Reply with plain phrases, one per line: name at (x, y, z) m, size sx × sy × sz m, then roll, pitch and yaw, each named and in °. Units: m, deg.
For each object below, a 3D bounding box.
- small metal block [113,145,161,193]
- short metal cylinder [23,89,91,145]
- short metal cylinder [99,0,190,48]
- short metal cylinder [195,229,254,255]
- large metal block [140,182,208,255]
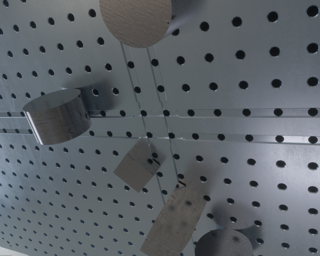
small metal block at (-0.036, 0.063, 0.469) m, size 0.050 × 0.025 × 0.050 m, roll 38°, pitch 129°, yaw 2°
short metal cylinder at (-0.144, -0.018, 0.441) m, size 0.080 × 0.080 × 0.050 m, roll 1°, pitch 119°, yaw 28°
short metal cylinder at (-0.015, -0.130, 0.323) m, size 0.080 × 0.050 × 0.079 m, roll 13°, pitch 124°, yaw 21°
short metal cylinder at (0.094, 0.193, 0.446) m, size 0.080 × 0.080 × 0.050 m, roll 1°, pitch 119°, yaw 28°
large metal block at (0.021, 0.141, 0.452) m, size 0.050 × 0.080 × 0.079 m, roll 29°, pitch 128°, yaw 9°
